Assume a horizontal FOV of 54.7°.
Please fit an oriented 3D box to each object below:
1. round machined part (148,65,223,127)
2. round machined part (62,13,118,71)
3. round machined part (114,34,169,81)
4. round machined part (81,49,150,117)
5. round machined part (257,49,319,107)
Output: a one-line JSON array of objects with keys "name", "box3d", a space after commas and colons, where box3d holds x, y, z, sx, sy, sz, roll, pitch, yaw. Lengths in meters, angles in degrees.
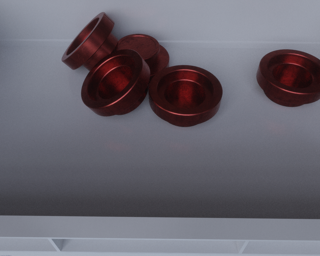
[{"name": "round machined part", "box3d": [0.034, -0.040, 0.427, 0.099, 0.042, 0.098, 0, 50, 0]}, {"name": "round machined part", "box3d": [-0.103, -0.127, 0.478, 0.098, 0.042, 0.098, -34, 33, 26]}, {"name": "round machined part", "box3d": [-0.034, -0.112, 0.488, 0.099, 0.042, 0.098, 0, 50, 0]}, {"name": "round machined part", "box3d": [-0.056, -0.057, 0.424, 0.098, 0.042, 0.098, -16, 52, 23]}, {"name": "round machined part", "box3d": [0.191, -0.069, 0.453, 0.099, 0.042, 0.098, 0, 50, 0]}]
